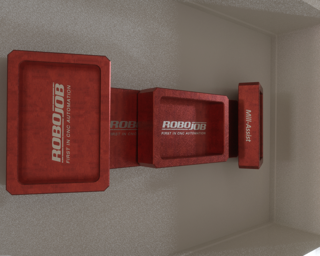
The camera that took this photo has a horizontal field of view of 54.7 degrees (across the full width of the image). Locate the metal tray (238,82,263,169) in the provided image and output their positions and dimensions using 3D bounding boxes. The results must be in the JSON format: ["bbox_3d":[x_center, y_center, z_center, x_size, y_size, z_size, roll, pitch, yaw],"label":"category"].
[{"bbox_3d":[0.148,-0.004,0.500,0.090,0.030,0.129,0,90,-68],"label":"metal tray"}]

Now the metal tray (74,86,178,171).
[{"bbox_3d":[-0.036,0.000,0.373,0.131,0.030,0.089,0,90,-40],"label":"metal tray"}]

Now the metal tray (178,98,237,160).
[{"bbox_3d":[0.065,0.001,0.456,0.131,0.030,0.089,0,90,-40],"label":"metal tray"}]

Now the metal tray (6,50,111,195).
[{"bbox_3d":[-0.095,-0.005,0.298,0.091,0.030,0.129,1,90,-15],"label":"metal tray"}]

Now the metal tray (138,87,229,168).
[{"bbox_3d":[0.034,0.000,0.390,0.131,0.030,0.089,1,89,-40],"label":"metal tray"}]
